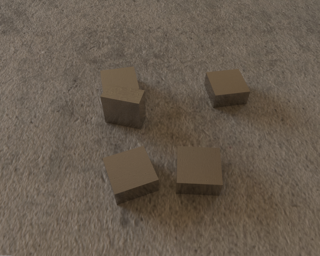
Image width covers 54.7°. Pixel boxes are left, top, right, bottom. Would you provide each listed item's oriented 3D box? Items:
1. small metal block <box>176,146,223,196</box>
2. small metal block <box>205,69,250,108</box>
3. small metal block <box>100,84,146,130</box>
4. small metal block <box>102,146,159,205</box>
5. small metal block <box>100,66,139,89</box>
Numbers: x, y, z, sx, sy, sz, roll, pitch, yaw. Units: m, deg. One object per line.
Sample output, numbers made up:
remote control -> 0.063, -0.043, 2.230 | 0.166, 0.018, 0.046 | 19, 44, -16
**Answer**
small metal block -> 0.045, 0.050, 0.362 | 0.050, 0.025, 0.050 | 3, 50, 2
small metal block -> 0.097, -0.059, 0.454 | 0.050, 0.025, 0.050 | -7, 50, -7
small metal block -> -0.047, -0.028, 0.410 | 0.050, 0.050, 0.025 | 11, 51, 9
small metal block -> -0.034, 0.054, 0.358 | 0.050, 0.025, 0.050 | -16, 52, -14
small metal block -> -0.059, -0.062, 0.454 | 0.050, 0.025, 0.050 | -9, 51, -8
